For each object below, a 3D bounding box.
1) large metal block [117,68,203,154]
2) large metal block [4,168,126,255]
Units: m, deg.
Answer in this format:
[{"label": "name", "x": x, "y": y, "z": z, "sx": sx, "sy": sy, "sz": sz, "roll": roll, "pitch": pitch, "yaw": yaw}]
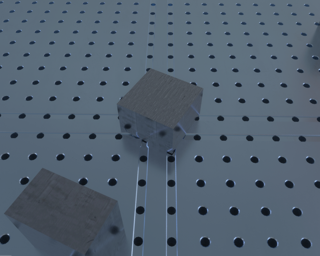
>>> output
[{"label": "large metal block", "x": 0.001, "y": -0.025, "z": 0.413, "sx": 0.080, "sy": 0.050, "sz": 0.080, "roll": 24, "pitch": 54, "yaw": 19}, {"label": "large metal block", "x": -0.083, "y": 0.093, "z": 0.294, "sx": 0.080, "sy": 0.080, "sz": 0.050, "roll": 20, "pitch": 53, "yaw": 16}]
